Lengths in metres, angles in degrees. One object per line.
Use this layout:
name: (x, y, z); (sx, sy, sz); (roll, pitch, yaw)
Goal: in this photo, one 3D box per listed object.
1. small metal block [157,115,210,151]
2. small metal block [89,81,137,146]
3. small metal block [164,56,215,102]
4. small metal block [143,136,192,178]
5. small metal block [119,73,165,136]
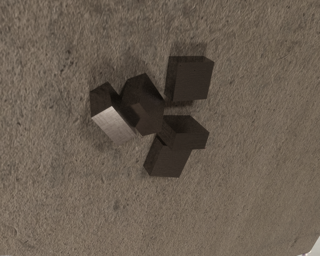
small metal block: (0.029, 0.005, 0.411); (0.050, 0.050, 0.025); (-1, 119, -29)
small metal block: (-0.053, -0.016, 0.350); (0.025, 0.050, 0.050); (-29, 130, 9)
small metal block: (0.036, -0.062, 0.390); (0.050, 0.025, 0.050); (-7, 122, -25)
small metal block: (0.011, 0.042, 0.441); (0.050, 0.025, 0.050); (9, 114, -33)
small metal block: (-0.019, -0.027, 0.362); (0.025, 0.050, 0.050); (-15, 134, 24)
